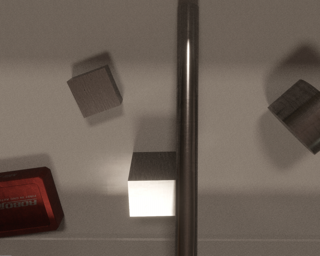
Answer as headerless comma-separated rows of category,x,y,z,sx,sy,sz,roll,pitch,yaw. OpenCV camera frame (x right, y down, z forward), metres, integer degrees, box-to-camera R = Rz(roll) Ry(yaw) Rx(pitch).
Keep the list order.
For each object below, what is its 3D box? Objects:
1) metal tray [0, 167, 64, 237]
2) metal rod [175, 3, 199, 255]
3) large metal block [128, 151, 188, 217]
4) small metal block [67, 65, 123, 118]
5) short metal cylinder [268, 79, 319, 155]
metal tray,-0.216,0.109,0.445,0.131,0.030,0.089,-8,110,2
metal rod,0.031,0.008,0.353,0.025,0.025,0.298,1,86,-1
large metal block,0.003,0.071,0.408,0.081,0.080,0.050,-1,110,0
small metal block,-0.081,-0.047,0.393,0.050,0.025,0.050,-19,109,6
short metal cylinder,0.180,-0.013,0.380,0.080,0.080,0.050,42,105,-14
